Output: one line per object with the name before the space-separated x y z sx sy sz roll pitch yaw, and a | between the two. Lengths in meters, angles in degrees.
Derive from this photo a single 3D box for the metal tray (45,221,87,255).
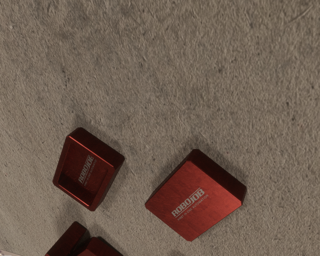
metal tray | -0.203 0.257 0.627 0.030 0.090 0.129 36 129 4

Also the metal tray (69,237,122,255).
metal tray | -0.135 0.280 0.638 0.090 0.030 0.129 39 129 -9

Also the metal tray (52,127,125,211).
metal tray | -0.121 0.071 0.508 0.090 0.030 0.129 34 129 5

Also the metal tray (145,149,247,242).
metal tray | 0.046 0.099 0.440 0.090 0.030 0.129 38 129 1
